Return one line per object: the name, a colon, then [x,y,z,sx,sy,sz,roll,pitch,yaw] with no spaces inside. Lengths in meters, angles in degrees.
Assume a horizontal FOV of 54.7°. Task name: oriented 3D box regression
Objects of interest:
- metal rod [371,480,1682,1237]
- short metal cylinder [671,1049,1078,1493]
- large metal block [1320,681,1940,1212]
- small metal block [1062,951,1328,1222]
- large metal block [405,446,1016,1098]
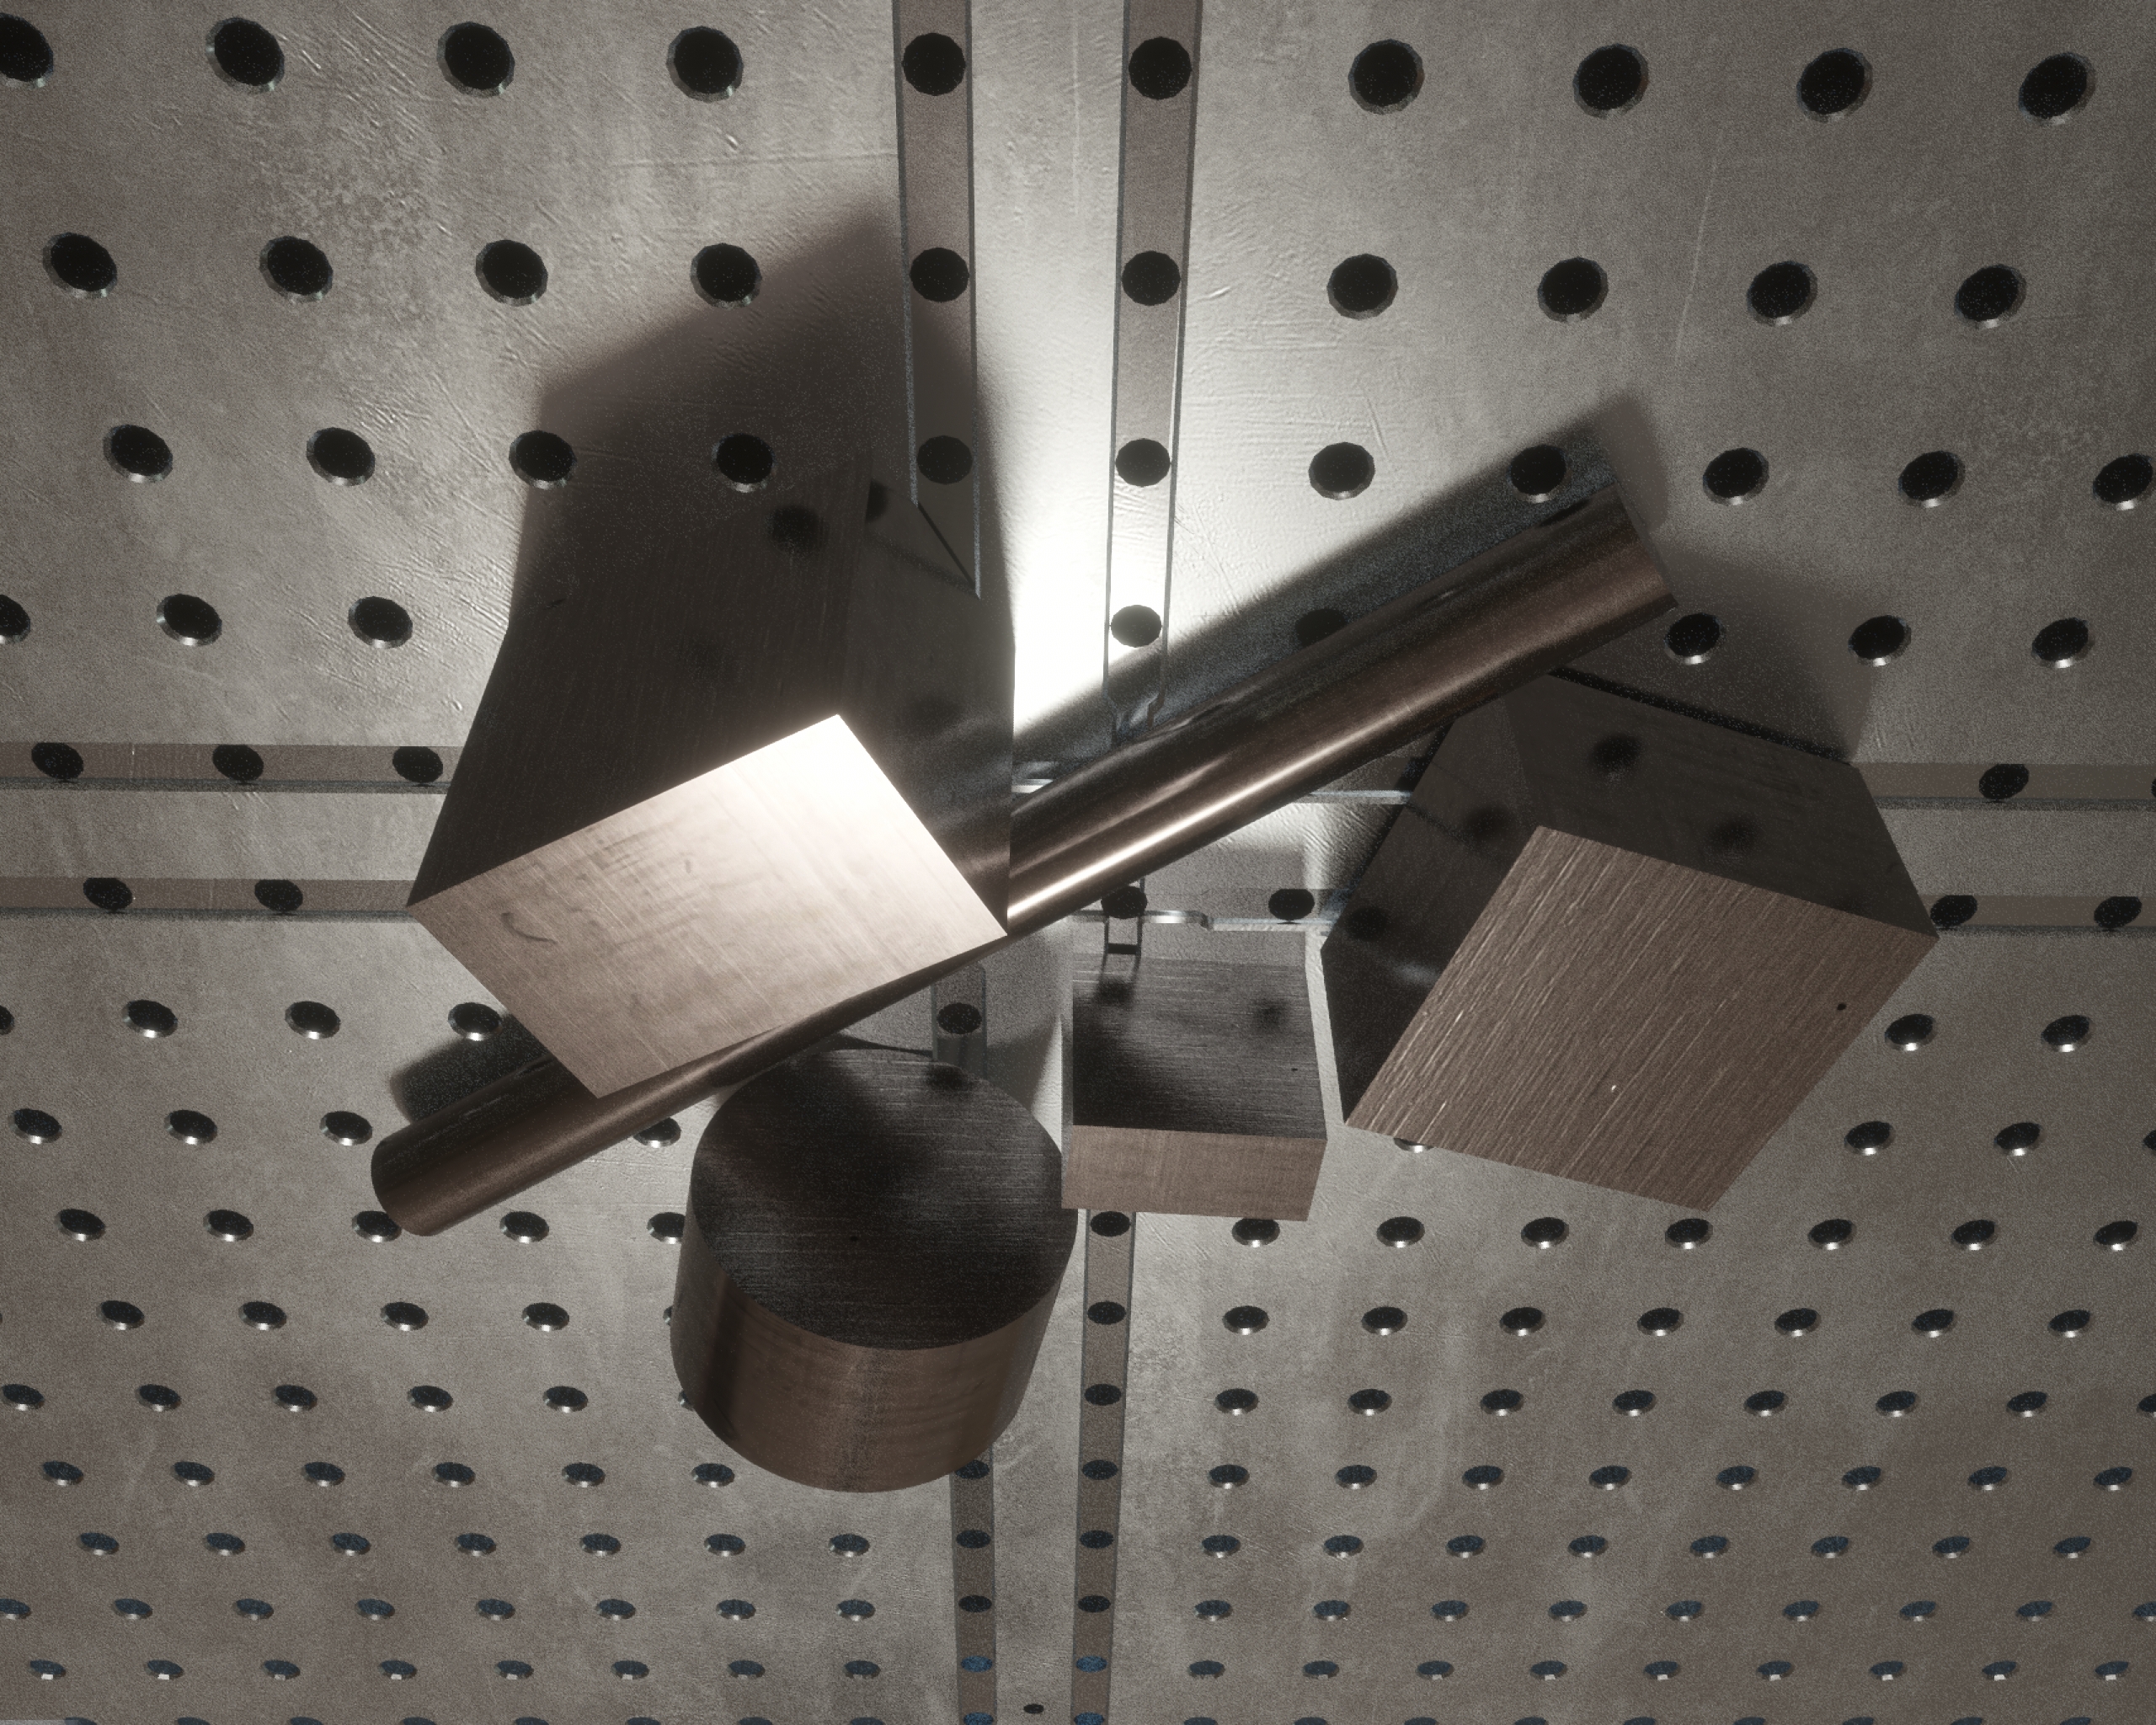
metal rod: [-0.025,0.008,0.418,0.300,0.025,0.025,-27,125,21]
short metal cylinder: [-0.045,0.086,0.448,0.081,0.080,0.050,9,130,-8]
large metal block: [0.103,0.016,0.407,0.081,0.050,0.079,15,129,-13]
small metal block: [0.023,0.046,0.435,0.050,0.050,0.025,4,130,-4]
large metal block: [-0.059,-0.016,0.362,0.080,0.080,0.050,-22,127,17]
